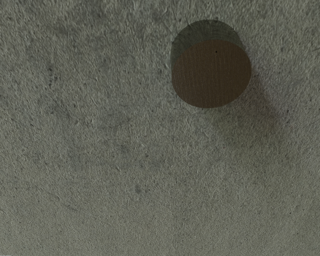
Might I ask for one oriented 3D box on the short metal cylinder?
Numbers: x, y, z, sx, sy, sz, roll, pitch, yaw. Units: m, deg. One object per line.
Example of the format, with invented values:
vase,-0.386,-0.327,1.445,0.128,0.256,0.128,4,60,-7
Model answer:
short metal cylinder,0.052,-0.068,0.333,0.080,0.050,0.080,0,130,0
